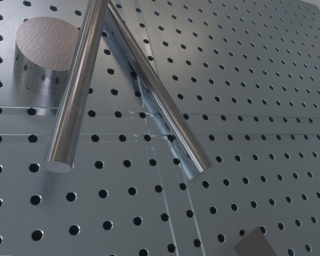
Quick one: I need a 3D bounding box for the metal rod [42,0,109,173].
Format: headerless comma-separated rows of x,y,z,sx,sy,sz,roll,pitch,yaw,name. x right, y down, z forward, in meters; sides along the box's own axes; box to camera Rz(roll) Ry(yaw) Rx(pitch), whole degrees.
-0.084,-0.091,0.354,0.025,0.025,0.300,16,55,-19,metal rod

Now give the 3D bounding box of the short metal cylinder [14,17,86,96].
-0.131,-0.086,0.374,0.081,0.050,0.080,14,56,-21,short metal cylinder

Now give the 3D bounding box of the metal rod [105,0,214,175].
-0.015,-0.069,0.442,0.025,0.025,0.299,-21,73,-36,metal rod

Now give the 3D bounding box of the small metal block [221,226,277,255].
0.110,0.156,0.373,0.050,0.025,0.050,-21,73,-36,small metal block
